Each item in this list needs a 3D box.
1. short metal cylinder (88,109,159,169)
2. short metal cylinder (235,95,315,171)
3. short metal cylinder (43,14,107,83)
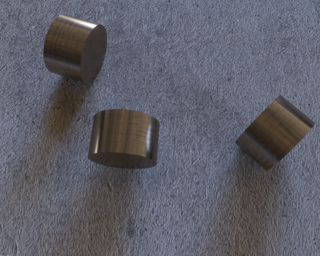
[{"bbox_3d":[-0.042,0.016,0.373,0.080,0.080,0.050,4,70,1],"label":"short metal cylinder"},{"bbox_3d":[0.138,0.006,0.377,0.080,0.080,0.050,-42,76,-14],"label":"short metal cylinder"},{"bbox_3d":[-0.111,-0.106,0.417,0.050,0.080,0.080,18,71,6],"label":"short metal cylinder"}]
